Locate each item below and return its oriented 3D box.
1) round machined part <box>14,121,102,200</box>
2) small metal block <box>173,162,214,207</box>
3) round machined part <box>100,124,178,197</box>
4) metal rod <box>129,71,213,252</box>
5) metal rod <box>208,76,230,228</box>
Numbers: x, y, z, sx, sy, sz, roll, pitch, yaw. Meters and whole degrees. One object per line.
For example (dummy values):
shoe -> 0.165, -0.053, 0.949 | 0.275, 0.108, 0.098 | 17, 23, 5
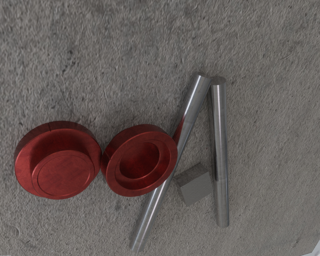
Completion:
round machined part -> -0.115, 0.044, 0.360 | 0.099, 0.042, 0.097 | -14, 124, -21
small metal block -> 0.053, 0.090, 0.492 | 0.050, 0.025, 0.050 | -28, 128, -11
round machined part -> -0.030, 0.037, 0.400 | 0.099, 0.042, 0.097 | -16, 126, -24
metal rod -> 0.009, 0.063, 0.450 | 0.025, 0.025, 0.298 | 6, 116, -31
metal rod -> 0.097, 0.057, 0.495 | 0.025, 0.025, 0.298 | -22, 127, -16
